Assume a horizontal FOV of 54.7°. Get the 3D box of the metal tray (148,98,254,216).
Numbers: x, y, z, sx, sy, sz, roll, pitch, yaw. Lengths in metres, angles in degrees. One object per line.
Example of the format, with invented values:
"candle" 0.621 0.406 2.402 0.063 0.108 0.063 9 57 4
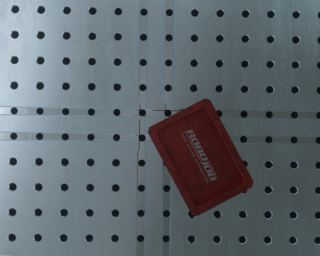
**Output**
"metal tray" 0.053 0.038 0.411 0.090 0.030 0.130 -28 90 -1
